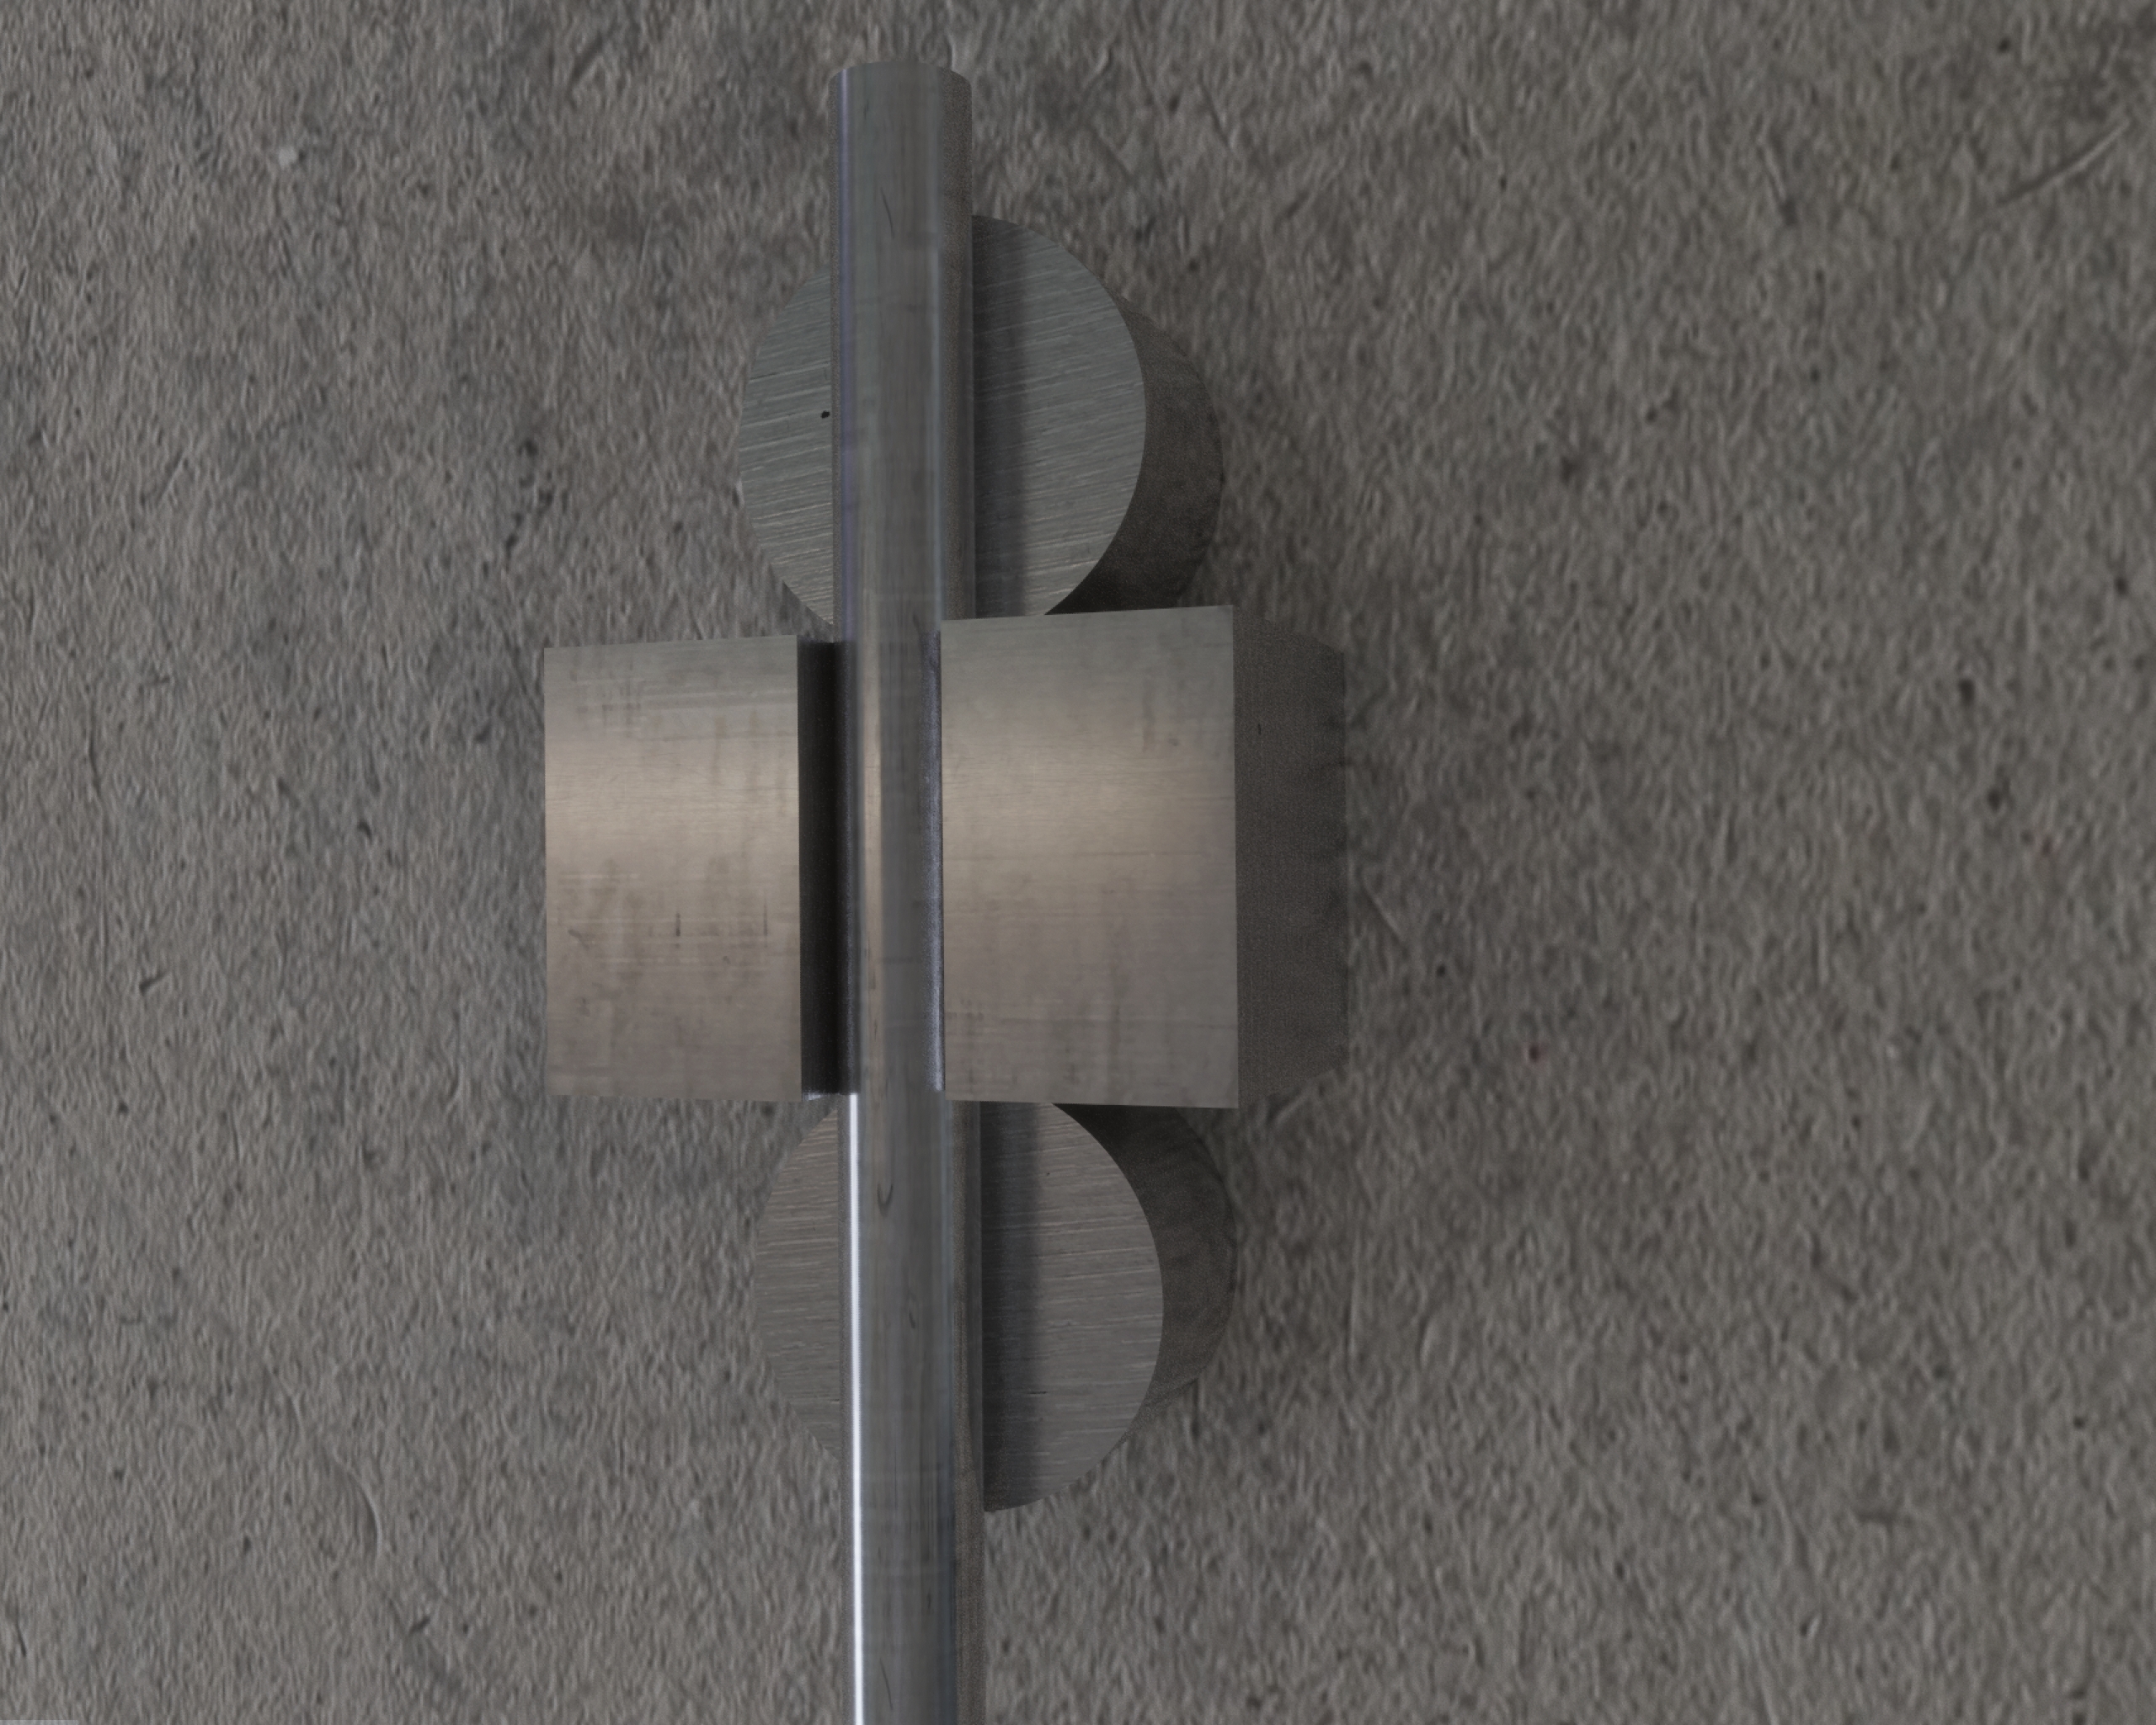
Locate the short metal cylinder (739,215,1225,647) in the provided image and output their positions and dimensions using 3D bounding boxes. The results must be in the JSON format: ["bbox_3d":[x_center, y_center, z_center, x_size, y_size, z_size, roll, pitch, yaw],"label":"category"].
[{"bbox_3d":[-0.017,-0.078,0.403,0.080,0.050,0.080,0,89,20],"label":"short metal cylinder"}]

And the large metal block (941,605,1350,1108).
[{"bbox_3d":[0.015,-0.001,0.375,0.050,0.080,0.080,-1,90,20],"label":"large metal block"}]

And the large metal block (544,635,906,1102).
[{"bbox_3d":[-0.057,0.001,0.401,0.050,0.080,0.080,-1,90,20],"label":"large metal block"}]

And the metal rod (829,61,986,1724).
[{"bbox_3d":[-0.030,0.012,0.367,0.025,0.025,0.298,-1,90,20],"label":"metal rod"}]

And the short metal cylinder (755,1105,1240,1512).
[{"bbox_3d":[-0.014,0.078,0.402,0.080,0.050,0.080,0,89,20],"label":"short metal cylinder"}]
